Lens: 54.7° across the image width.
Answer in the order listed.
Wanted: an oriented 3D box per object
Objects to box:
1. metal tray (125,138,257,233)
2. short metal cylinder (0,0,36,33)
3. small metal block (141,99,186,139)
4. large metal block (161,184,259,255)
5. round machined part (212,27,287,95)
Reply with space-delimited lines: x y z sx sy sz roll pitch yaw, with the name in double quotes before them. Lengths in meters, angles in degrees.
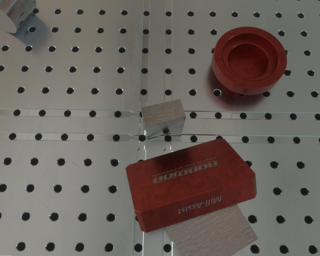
"metal tray" 0.032 0.061 0.358 0.131 0.030 0.090 -16 27 -6
"short metal cylinder" -0.230 -0.185 0.447 0.080 0.080 0.050 25 72 8
"small metal block" 0.004 -0.011 0.403 0.050 0.050 0.025 -14 71 -5
"large metal block" 0.050 0.112 0.358 0.080 0.050 0.080 -27 73 -10
"round machined part" 0.122 -0.090 0.437 0.099 0.042 0.098 0 70 -1
